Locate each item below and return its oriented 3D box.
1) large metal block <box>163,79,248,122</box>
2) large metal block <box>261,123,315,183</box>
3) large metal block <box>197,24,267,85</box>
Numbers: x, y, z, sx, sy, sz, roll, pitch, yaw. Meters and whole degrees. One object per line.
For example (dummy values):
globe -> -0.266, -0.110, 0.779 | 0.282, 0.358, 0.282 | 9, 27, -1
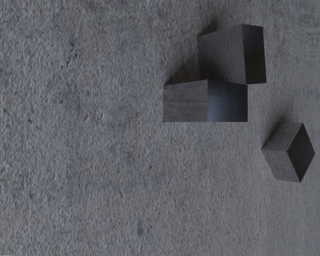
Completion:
large metal block -> 0.061, -0.033, 0.420 | 0.081, 0.080, 0.050 | 0, 91, -40
large metal block -> 0.249, 0.046, 0.597 | 0.080, 0.050, 0.080 | -48, 119, -29
large metal block -> 0.105, -0.101, 0.456 | 0.050, 0.080, 0.079 | -10, 96, -40
